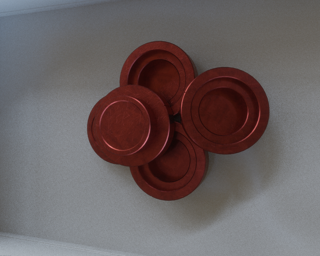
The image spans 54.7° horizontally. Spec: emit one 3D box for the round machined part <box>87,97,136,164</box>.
[{"bbox_3d":[-0.056,0.001,0.417,0.098,0.042,0.097,0,90,19],"label":"round machined part"}]

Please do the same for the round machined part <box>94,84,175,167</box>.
[{"bbox_3d":[-0.036,-0.003,0.365,0.098,0.042,0.097,0,90,19],"label":"round machined part"}]

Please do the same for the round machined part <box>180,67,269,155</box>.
[{"bbox_3d":[0.072,-0.019,0.363,0.099,0.042,0.097,0,87,-1],"label":"round machined part"}]

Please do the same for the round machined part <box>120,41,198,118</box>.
[{"bbox_3d":[0.002,-0.058,0.399,0.098,0.042,0.097,0,90,19],"label":"round machined part"}]

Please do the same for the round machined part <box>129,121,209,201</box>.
[{"bbox_3d":[0.014,0.039,0.394,0.098,0.042,0.097,0,90,19],"label":"round machined part"}]
